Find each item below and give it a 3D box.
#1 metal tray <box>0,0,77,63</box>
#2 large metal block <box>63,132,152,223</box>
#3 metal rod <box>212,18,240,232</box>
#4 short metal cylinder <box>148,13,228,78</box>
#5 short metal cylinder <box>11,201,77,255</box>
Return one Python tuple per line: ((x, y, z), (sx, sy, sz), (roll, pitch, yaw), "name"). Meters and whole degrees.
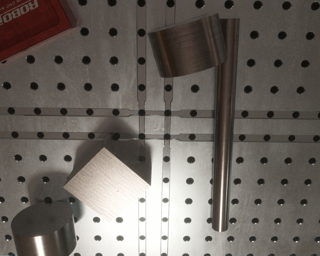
((-0.177, -0.133, 0.358), (0.130, 0.030, 0.090), (-23, 109, 7), "metal tray")
((-0.069, 0.067, 0.424), (0.080, 0.050, 0.080), (43, 104, -15), "large metal block")
((0.086, 0.010, 0.418), (0.025, 0.025, 0.298), (-2, 110, 0), "metal rod")
((0.031, -0.094, 0.350), (0.080, 0.080, 0.050), (-15, 110, 5), "short metal cylinder")
((-0.161, 0.147, 0.436), (0.081, 0.080, 0.050), (-1, 110, 0), "short metal cylinder")
